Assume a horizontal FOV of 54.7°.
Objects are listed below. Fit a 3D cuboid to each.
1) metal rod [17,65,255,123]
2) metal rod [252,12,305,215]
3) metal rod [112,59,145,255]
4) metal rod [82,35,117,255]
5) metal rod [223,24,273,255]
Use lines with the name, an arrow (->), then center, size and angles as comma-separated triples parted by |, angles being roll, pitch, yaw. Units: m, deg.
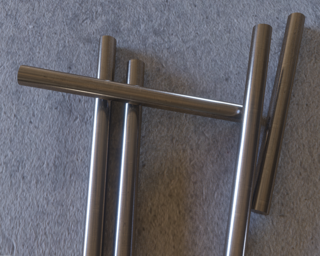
metal rod -> -0.021, -0.041, 0.397 | 0.302, 0.025, 0.025 | 9, 70, -7
metal rod -> 0.163, -0.033, 0.422 | 0.025, 0.025, 0.299 | 17, 71, 5
metal rod -> -0.039, 0.049, 0.389 | 0.025, 0.025, 0.299 | 2, 70, 0
metal rod -> -0.077, 0.012, 0.402 | 0.025, 0.025, 0.299 | 0, 70, 0
metal rod -> 0.110, 0.012, 0.382 | 0.025, 0.025, 0.299 | 10, 79, 3
